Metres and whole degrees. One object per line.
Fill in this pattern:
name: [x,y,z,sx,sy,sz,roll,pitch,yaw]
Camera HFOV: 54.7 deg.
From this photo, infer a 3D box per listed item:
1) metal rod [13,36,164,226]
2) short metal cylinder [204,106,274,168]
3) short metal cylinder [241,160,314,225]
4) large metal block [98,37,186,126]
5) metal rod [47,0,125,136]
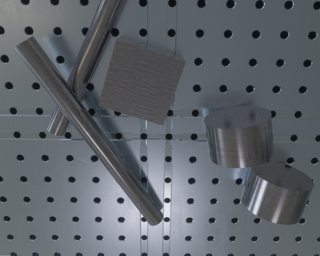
metal rod: [-0.078,0.021,0.401,0.025,0.025,0.299,-28,115,9]
short metal cylinder: [0.099,0.009,0.388,0.080,0.080,0.050,-10,110,3]
short metal cylinder: [0.156,0.084,0.416,0.081,0.080,0.050,9,110,-4]
large metal block: [-0.022,-0.058,0.378,0.080,0.050,0.079,17,109,-7]
metal rod: [-0.069,-0.120,0.368,0.025,0.025,0.298,26,108,-9]
